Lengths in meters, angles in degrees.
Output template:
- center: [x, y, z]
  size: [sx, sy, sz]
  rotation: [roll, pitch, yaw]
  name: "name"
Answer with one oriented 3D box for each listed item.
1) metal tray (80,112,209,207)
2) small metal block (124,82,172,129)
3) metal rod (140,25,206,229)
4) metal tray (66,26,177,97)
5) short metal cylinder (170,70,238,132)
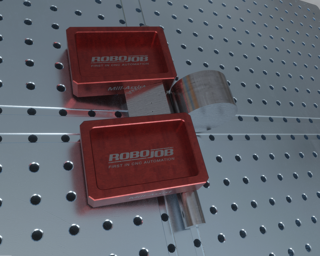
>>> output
- center: [-0.020, 0.032, 0.352]
  size: [0.131, 0.030, 0.090]
  rotation: [-6, 64, -17]
  name: "metal tray"
- center: [-0.015, -0.026, 0.398]
  size: [0.050, 0.025, 0.050]
  rotation: [-13, 65, 0]
  name: "small metal block"
- center: [0.008, -0.019, 0.419]
  size: [0.025, 0.025, 0.299]
  rotation: [0, 62, -28]
  name: "metal rod"
- center: [-0.052, -0.090, 0.410]
  size: [0.131, 0.030, 0.090]
  rotation: [-6, 64, -17]
  name: "metal tray"
- center: [0.058, -0.034, 0.421]
  size: [0.081, 0.080, 0.050]
  rotation: [0, 62, -28]
  name: "short metal cylinder"
